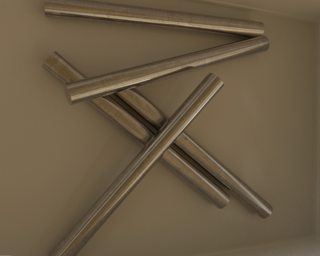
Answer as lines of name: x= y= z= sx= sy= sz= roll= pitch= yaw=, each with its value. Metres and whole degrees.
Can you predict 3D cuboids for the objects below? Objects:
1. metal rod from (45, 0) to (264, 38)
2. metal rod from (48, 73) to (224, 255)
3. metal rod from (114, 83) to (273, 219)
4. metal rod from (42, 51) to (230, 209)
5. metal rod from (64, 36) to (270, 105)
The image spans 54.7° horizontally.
metal rod: x=0.007 y=-0.145 z=0.413 sx=0.303 sy=0.025 sz=0.025 roll=-1 pitch=91 yaw=-21
metal rod: x=-0.027 y=0.050 z=0.379 sx=0.025 sy=0.025 sz=0.300 roll=43 pitch=84 yaw=-16
metal rod: x=0.051 y=0.034 z=0.430 sx=0.300 sy=0.025 sz=0.025 roll=40 pitch=77 yaw=-16
metal rod: x=-0.019 y=0.012 z=0.404 sx=0.300 sy=0.025 sz=0.025 roll=40 pitch=77 yaw=-16
metal rod: x=0.027 y=-0.082 z=0.404 sx=0.302 sy=0.025 sz=0.025 roll=-19 pitch=97 yaw=-25
